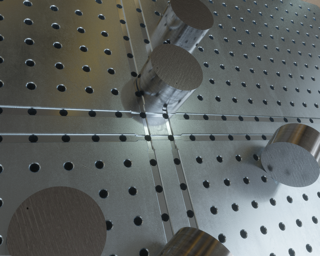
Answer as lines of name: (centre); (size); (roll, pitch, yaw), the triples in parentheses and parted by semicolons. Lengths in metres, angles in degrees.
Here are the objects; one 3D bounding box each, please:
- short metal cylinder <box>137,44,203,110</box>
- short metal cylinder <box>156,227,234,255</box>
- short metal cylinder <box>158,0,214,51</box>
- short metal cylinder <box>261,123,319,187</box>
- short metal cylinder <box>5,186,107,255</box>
short metal cylinder: (0.014, -0.073, 0.444); (0.081, 0.050, 0.080); (14, 56, -21)
short metal cylinder: (0.033, 0.145, 0.302); (0.080, 0.080, 0.050); (48, 51, 5)
short metal cylinder: (0.043, -0.179, 0.524); (0.081, 0.050, 0.080); (14, 56, -21)
short metal cylinder: (0.197, 0.040, 0.454); (0.080, 0.080, 0.050); (45, 51, 3)
short metal cylinder: (-0.095, 0.099, 0.280); (0.081, 0.050, 0.080); (14, 56, -21)
